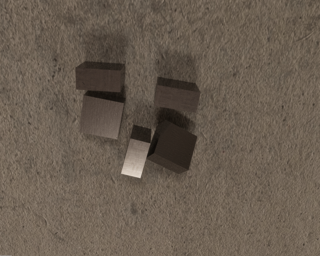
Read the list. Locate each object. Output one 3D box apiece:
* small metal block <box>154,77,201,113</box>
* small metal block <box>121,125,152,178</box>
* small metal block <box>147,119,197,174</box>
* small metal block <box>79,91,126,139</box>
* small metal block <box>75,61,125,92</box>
[{"bbox_3d":[0.020,-0.042,0.381,0.050,0.050,0.025,9,110,-4],"label":"small metal block"},{"bbox_3d":[-0.030,0.030,0.407,0.025,0.050,0.050,15,109,-6],"label":"small metal block"},{"bbox_3d":[0.016,0.025,0.401,0.050,0.050,0.025,28,150,-16],"label":"small metal block"},{"bbox_3d":[-0.075,-0.017,0.402,0.050,0.025,0.050,11,110,-5],"label":"small metal block"},{"bbox_3d":[-0.070,-0.063,0.372,0.050,0.050,0.025,3,110,-2],"label":"small metal block"}]
